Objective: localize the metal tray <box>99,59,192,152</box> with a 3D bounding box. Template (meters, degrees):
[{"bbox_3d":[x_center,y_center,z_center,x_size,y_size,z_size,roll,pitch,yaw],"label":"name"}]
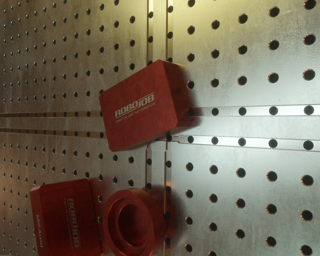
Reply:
[{"bbox_3d":[-0.026,-0.026,0.427,0.130,0.030,0.090,-22,76,37],"label":"metal tray"}]

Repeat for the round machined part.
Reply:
[{"bbox_3d":[-0.030,0.131,0.424,0.098,0.042,0.097,0,90,40],"label":"round machined part"}]

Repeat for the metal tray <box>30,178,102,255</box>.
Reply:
[{"bbox_3d":[-0.147,0.151,0.488,0.030,0.091,0.129,-20,77,38],"label":"metal tray"}]
